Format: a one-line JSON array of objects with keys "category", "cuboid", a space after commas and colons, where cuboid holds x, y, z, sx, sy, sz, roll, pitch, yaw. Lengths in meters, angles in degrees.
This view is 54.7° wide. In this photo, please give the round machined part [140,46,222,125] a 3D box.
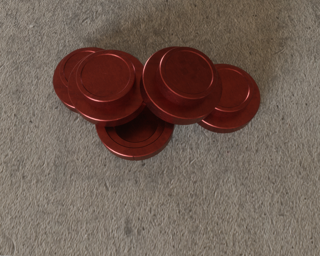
[{"category": "round machined part", "cuboid": [0.028, -0.056, 0.366, 0.099, 0.042, 0.098, 5, 68, -13]}]

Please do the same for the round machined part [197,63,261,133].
[{"category": "round machined part", "cuboid": [0.087, -0.045, 0.417, 0.099, 0.042, 0.098, 0, 70, -1]}]

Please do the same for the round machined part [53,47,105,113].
[{"category": "round machined part", "cuboid": [-0.098, -0.070, 0.424, 0.099, 0.042, 0.098, 0, 70, -1]}]

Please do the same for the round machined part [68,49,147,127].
[{"category": "round machined part", "cuboid": [-0.062, -0.054, 0.374, 0.099, 0.042, 0.098, 0, 70, -1]}]

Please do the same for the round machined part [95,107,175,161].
[{"category": "round machined part", "cuboid": [-0.031, -0.005, 0.401, 0.099, 0.042, 0.098, 0, 70, -1]}]
